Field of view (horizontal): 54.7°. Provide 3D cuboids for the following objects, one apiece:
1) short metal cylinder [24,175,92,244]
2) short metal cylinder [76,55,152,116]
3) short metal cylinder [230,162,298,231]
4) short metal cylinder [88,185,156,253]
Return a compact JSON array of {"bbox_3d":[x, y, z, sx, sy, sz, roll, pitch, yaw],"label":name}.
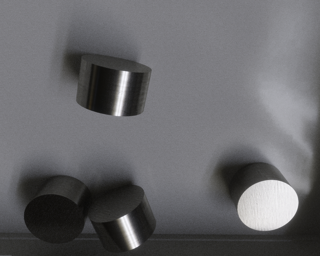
[{"bbox_3d":[-0.142,0.114,0.439,0.081,0.050,0.079,0,110,0],"label":"short metal cylinder"},{"bbox_3d":[-0.054,-0.051,0.362,0.081,0.080,0.050,11,110,-4],"label":"short metal cylinder"},{"bbox_3d":[0.143,0.095,0.434,0.081,0.050,0.079,0,110,0],"label":"short metal cylinder"},{"bbox_3d":[-0.051,0.122,0.427,0.080,0.080,0.050,-17,109,6],"label":"short metal cylinder"}]
